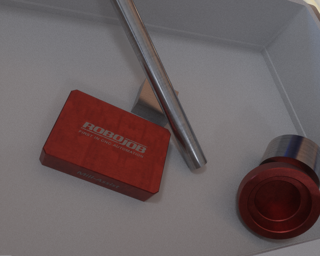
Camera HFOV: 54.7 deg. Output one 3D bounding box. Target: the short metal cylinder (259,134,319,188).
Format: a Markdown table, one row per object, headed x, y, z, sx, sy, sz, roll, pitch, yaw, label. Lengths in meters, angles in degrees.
| x | y | z | sx | sy | sz | roll | pitch | yaw | label |
| --- | --- | --- | --- | --- | --- | --- | --- | --- | --- |
| 0.185 | 0.056 | 0.437 | 0.080 | 0.080 | 0.050 | 41 | 48 | 0 | short metal cylinder |

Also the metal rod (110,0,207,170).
| x | y | z | sx | sy | sz | roll | pitch | yaw | label |
| --- | --- | --- | --- | --- | --- | --- | --- | --- | --- |
| -0.013 | -0.084 | 0.379 | 0.025 | 0.025 | 0.299 | -35 | 104 | -38 | metal rod |

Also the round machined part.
| x | y | z | sx | sy | sz | roll | pitch | yaw | label |
| --- | --- | --- | --- | --- | --- | --- | --- | --- | --- |
| 0.150 | 0.089 | 0.400 | 0.098 | 0.098 | 0.042 | 38 | 16 | -3 | round machined part |

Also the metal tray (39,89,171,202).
| x | y | z | sx | sy | sz | roll | pitch | yaw | label |
| --- | --- | --- | --- | --- | --- | --- | --- | --- | --- |
| -0.058 | 0.020 | 0.360 | 0.131 | 0.030 | 0.090 | 24 | 53 | -14 | metal tray |

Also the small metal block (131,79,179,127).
| x | y | z | sx | sy | sz | roll | pitch | yaw | label |
| --- | --- | --- | --- | --- | --- | --- | --- | --- | --- |
| -0.006 | -0.036 | 0.426 | 0.050 | 0.025 | 0.050 | 26 | 53 | -13 | small metal block |
